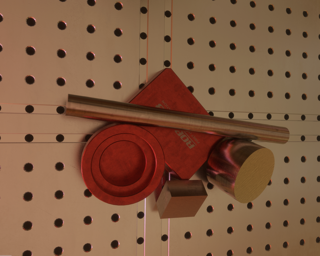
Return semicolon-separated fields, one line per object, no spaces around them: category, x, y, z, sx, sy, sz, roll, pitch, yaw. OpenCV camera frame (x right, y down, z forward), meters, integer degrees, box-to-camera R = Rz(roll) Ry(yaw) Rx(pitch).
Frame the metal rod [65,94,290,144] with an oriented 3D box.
metal rod;0.037;-0.007;0.394;0.302;0.025;0.025;7;88;-20

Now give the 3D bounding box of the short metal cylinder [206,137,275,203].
short metal cylinder;0.111;0.055;0.426;0.081;0.050;0.079;-16;118;-32

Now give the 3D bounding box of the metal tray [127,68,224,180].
metal tray;0.018;-0.004;0.419;0.090;0.030;0.130;-45;105;-15

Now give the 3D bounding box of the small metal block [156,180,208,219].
small metal block;0.028;0.094;0.410;0.050;0.025;0.050;3;132;-21

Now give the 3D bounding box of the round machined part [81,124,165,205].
round machined part;-0.047;0.041;0.382;0.099;0.042;0.097;-2;97;-15
